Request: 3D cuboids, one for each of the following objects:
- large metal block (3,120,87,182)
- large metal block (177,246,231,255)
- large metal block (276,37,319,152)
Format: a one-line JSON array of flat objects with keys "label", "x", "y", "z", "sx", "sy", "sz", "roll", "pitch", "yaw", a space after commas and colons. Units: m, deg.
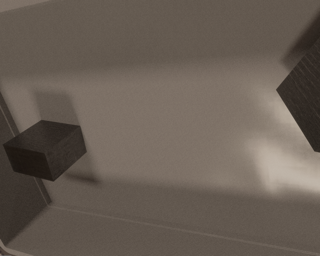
[{"label": "large metal block", "x": -0.176, "y": 0.032, "z": 0.483, "sx": 0.080, "sy": 0.080, "sz": 0.050, "roll": 8, "pitch": 122, "yaw": 23}, {"label": "large metal block", "x": 0.064, "y": 0.236, "z": 0.489, "sx": 0.081, "sy": 0.050, "sz": 0.079, "roll": 11, "pitch": 127, "yaw": -6}, {"label": "large metal block", "x": 0.158, "y": -0.032, "z": 0.261, "sx": 0.050, "sy": 0.080, "sz": 0.079, "roll": 12, "pitch": 132, "yaw": -21}]
